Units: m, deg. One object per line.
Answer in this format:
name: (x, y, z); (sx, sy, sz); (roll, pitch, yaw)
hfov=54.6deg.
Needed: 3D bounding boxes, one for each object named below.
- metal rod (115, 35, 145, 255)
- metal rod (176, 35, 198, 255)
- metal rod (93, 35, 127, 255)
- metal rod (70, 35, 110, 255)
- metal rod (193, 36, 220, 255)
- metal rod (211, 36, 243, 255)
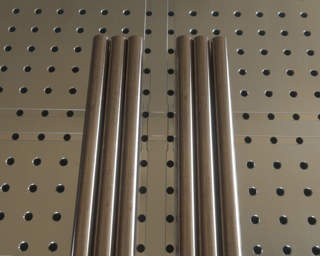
metal rod: (-0.038, 0.011, 0.407); (0.025, 0.025, 0.299); (1, 70, 0)
metal rod: (0.033, 0.011, 0.407); (0.025, 0.025, 0.299); (1, 70, 0)
metal rod: (-0.063, 0.011, 0.407); (0.025, 0.025, 0.299); (1, 70, 0)
metal rod: (-0.089, 0.010, 0.407); (0.025, 0.025, 0.299); (1, 70, 0)
metal rod: (0.058, 0.011, 0.407); (0.025, 0.025, 0.299); (1, 70, 0)
metal rod: (0.085, 0.012, 0.407); (0.025, 0.025, 0.299); (1, 70, 0)
